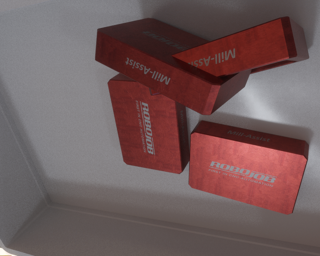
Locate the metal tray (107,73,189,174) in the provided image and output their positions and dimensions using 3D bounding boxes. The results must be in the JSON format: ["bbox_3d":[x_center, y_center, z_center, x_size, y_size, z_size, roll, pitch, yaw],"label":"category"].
[{"bbox_3d":[-0.012,-0.006,0.407,0.090,0.030,0.129,7,122,24],"label":"metal tray"}]

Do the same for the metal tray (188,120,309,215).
[{"bbox_3d":[0.103,0.047,0.380,0.130,0.030,0.089,12,124,21],"label":"metal tray"}]

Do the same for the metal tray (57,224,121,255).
[{"bbox_3d":[-0.143,0.256,0.639,0.130,0.030,0.089,9,123,22],"label":"metal tray"}]

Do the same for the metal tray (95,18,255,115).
[{"bbox_3d":[0.014,-0.067,0.302,0.130,0.091,0.030,29,128,22],"label":"metal tray"}]

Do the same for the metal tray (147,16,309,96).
[{"bbox_3d":[0.063,-0.062,0.291,0.130,0.091,0.030,-11,94,32],"label":"metal tray"}]
